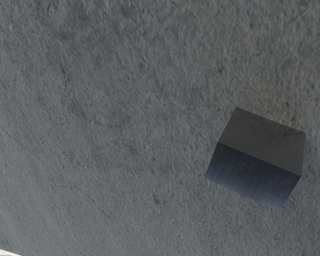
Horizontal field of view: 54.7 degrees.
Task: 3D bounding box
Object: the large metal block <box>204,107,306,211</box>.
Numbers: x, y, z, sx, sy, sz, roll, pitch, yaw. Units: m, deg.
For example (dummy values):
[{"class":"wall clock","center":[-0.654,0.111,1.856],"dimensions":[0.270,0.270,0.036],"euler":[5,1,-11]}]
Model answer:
[{"class":"large metal block","center":[0.104,0.029,0.334],"dimensions":[0.080,0.080,0.050],"euler":[23,127,14]}]
